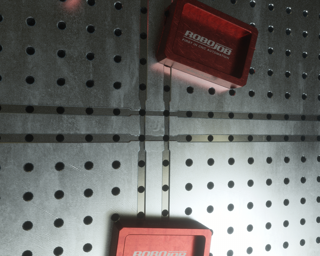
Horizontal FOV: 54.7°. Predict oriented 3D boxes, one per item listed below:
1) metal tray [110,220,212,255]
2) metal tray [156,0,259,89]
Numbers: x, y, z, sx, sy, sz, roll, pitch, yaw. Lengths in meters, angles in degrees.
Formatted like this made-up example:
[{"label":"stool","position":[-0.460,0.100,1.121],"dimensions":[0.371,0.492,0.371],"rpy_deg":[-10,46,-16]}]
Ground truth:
[{"label":"metal tray","position":[0.000,0.173,0.411],"dimensions":[0.131,0.030,0.089],"rpy_deg":[8,87,-20]},{"label":"metal tray","position":[0.069,-0.117,0.436],"dimensions":[0.131,0.030,0.090],"rpy_deg":[16,84,-20]}]
